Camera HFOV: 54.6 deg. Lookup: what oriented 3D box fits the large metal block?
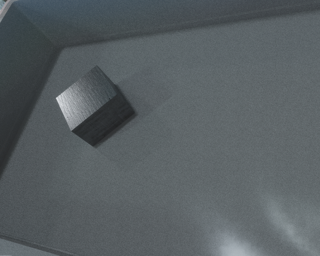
[{"bbox_3d":[-0.097,-0.034,0.463,0.080,0.050,0.080,-39,51,2],"label":"large metal block"}]
